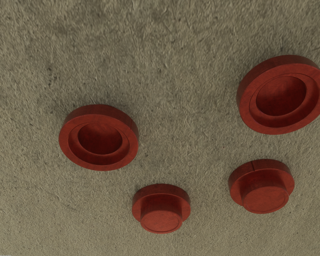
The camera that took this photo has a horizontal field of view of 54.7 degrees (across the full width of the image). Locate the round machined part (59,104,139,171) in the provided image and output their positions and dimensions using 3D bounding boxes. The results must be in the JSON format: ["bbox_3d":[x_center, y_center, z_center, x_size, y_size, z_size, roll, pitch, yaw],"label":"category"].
[{"bbox_3d":[-0.076,0.008,0.402,0.099,0.042,0.097,0,130,0],"label":"round machined part"}]

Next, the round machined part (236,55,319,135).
[{"bbox_3d":[0.138,-0.042,0.362,0.099,0.042,0.097,0,130,0],"label":"round machined part"}]

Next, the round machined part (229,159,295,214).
[{"bbox_3d":[0.158,0.096,0.479,0.099,0.042,0.097,0,130,0],"label":"round machined part"}]

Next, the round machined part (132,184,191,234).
[{"bbox_3d":[0.002,0.140,0.515,0.099,0.042,0.097,0,130,0],"label":"round machined part"}]
